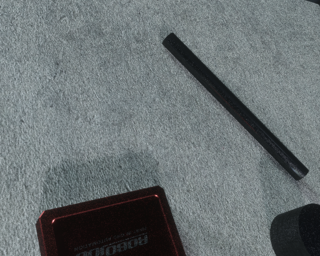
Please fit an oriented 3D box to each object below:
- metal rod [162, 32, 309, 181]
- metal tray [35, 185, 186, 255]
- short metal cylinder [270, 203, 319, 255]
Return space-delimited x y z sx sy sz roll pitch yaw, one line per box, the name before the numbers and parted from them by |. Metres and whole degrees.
metal rod | 0.116 -0.036 0.487 0.300 0.025 0.025 46 51 4
metal tray | -0.045 0.115 0.305 0.131 0.030 0.090 -6 65 -31
short metal cylinder | 0.193 0.145 0.403 0.081 0.050 0.080 14 56 -21
